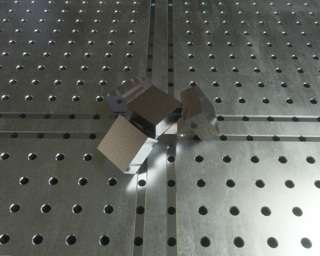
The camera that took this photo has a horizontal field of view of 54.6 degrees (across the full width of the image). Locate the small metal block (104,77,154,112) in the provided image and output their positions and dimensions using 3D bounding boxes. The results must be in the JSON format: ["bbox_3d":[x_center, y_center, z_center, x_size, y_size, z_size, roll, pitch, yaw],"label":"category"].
[{"bbox_3d":[-0.041,-0.046,0.431,0.050,0.025,0.050,-39,24,-28],"label":"small metal block"}]

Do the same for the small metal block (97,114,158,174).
[{"bbox_3d":[-0.039,0.020,0.374,0.050,0.025,0.050,37,96,27],"label":"small metal block"}]

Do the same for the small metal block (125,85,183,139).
[{"bbox_3d":[-0.007,-0.021,0.393,0.050,0.025,0.050,34,57,25],"label":"small metal block"}]

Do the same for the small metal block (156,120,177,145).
[{"bbox_3d":[-0.003,-0.005,0.412,0.050,0.025,0.050,1,53,1],"label":"small metal block"}]

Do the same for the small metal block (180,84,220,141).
[{"bbox_3d":[0.052,-0.019,0.405,0.025,0.050,0.050,-24,46,23],"label":"small metal block"}]
